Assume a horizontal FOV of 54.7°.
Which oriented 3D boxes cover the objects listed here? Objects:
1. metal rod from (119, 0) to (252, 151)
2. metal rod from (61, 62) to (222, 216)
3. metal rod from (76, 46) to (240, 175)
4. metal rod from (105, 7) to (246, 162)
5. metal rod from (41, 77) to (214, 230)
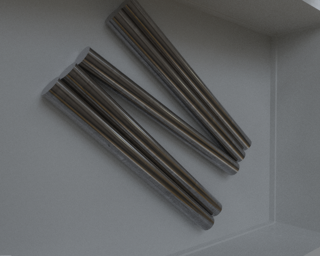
[{"bbox_3d":[0.051,-0.061,0.447,0.300,0.025,0.025,44,64,-31],"label":"metal rod"},{"bbox_3d":[-0.006,0.032,0.400,0.300,0.025,0.025,45,63,-31],"label":"metal rod"},{"bbox_3d":[0.017,-0.006,0.419,0.301,0.025,0.025,35,68,-34],"label":"metal rod"},{"bbox_3d":[0.038,-0.042,0.436,0.300,0.025,0.025,44,64,-31],"label":"metal rod"},{"bbox_3d":[-0.020,0.050,0.388,0.300,0.025,0.025,45,63,-31],"label":"metal rod"}]
